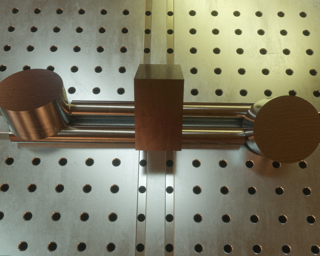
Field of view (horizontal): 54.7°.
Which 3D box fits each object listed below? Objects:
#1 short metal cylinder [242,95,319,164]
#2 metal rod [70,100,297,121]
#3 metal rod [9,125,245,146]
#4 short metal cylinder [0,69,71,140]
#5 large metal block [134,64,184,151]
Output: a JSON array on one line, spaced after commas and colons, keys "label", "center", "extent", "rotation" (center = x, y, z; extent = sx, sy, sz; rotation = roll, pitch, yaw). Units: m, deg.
[{"label": "short metal cylinder", "center": [0.149, 0.001, 0.385], "extent": [0.081, 0.050, 0.079], "rotation": [0, 92, 0]}, {"label": "metal rod", "center": [0.033, -0.023, 0.420], "extent": [0.302, 0.025, 0.025], "rotation": [1, 70, 0]}, {"label": "metal rod", "center": [-0.042, 0.009, 0.407], "extent": [0.302, 0.025, 0.025], "rotation": [1, 70, 0]}, {"label": "short metal cylinder", "center": [-0.159, -0.031, 0.393], "extent": [0.081, 0.050, 0.080], "rotation": [0, 47, 0]}, {"label": "large metal block", "center": [-0.001, -0.027, 0.360], "extent": [0.050, 0.080, 0.079], "rotation": [1, 112, 0]}]
